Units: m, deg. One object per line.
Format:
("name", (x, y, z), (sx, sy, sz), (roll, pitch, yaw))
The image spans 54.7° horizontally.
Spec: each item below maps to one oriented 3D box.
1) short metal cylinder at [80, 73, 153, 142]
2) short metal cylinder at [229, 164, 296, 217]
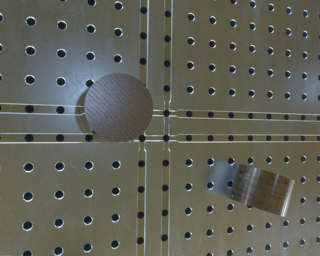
("short metal cylinder", (-0.054, -0.024, 0.380), (0.081, 0.050, 0.079), (0, 90, -20))
("short metal cylinder", (0.143, 0.088, 0.438), (0.080, 0.080, 0.050), (20, 83, -19))
